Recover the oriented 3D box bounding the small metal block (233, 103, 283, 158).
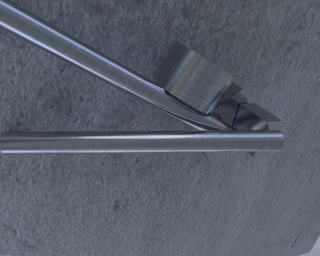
[{"bbox_3d":[0.120,0.002,0.392,0.025,0.050,0.050,-4,121,-26],"label":"small metal block"}]

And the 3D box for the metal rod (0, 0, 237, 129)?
[{"bbox_3d":[-0.032,-0.049,0.324,0.302,0.025,0.025,26,104,-26],"label":"metal rod"}]

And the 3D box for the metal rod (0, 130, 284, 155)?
[{"bbox_3d":[-0.015,0.015,0.342,0.302,0.025,0.025,0,121,-5],"label":"metal rod"}]

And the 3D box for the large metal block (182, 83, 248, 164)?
[{"bbox_3d":[0.078,-0.011,0.428,0.080,0.050,0.080,-35,129,-4],"label":"large metal block"}]

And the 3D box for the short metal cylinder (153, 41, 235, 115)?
[{"bbox_3d":[0.040,-0.058,0.362,0.080,0.080,0.050,23,106,-37],"label":"short metal cylinder"}]
